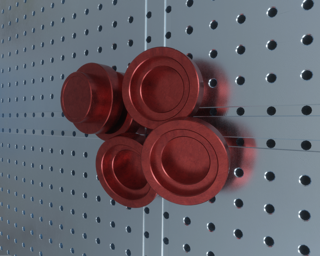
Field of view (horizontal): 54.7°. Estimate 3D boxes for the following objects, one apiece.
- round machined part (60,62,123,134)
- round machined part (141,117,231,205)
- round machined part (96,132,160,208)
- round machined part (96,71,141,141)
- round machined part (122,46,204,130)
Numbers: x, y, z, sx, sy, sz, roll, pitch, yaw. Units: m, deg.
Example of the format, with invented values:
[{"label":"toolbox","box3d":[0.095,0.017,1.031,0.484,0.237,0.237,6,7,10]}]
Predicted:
[{"label":"round machined part","box3d":[-0.098,-0.040,0.422,0.098,0.042,0.097,0,90,39]},{"label":"round machined part","box3d":[0.031,0.035,0.355,0.098,0.042,0.097,3,101,18]},{"label":"round machined part","box3d":[-0.034,0.052,0.413,0.098,0.042,0.097,8,108,27]},{"label":"round machined part","box3d":[-0.057,-0.030,0.442,0.098,0.042,0.097,0,90,39]},{"label":"round machined part","box3d":[0.006,-0.046,0.379,0.098,0.042,0.097,1,91,23]}]
